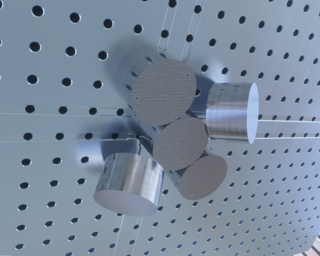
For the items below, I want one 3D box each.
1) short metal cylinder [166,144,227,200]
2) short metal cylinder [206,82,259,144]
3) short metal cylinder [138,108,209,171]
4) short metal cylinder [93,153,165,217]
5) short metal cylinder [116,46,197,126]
[{"bbox_3d":[0.052,0.060,0.463,0.081,0.050,0.079,-14,125,-21],"label":"short metal cylinder"},{"bbox_3d":[0.098,-0.020,0.412,0.080,0.050,0.079,-14,106,-62],"label":"short metal cylinder"},{"bbox_3d":[0.017,0.010,0.412,0.081,0.050,0.079,-14,125,-21],"label":"short metal cylinder"},{"bbox_3d":[-0.038,0.074,0.394,0.080,0.050,0.080,8,145,6],"label":"short metal cylinder"},{"bbox_3d":[-0.005,-0.050,0.363,0.081,0.050,0.079,-14,125,-21],"label":"short metal cylinder"}]
